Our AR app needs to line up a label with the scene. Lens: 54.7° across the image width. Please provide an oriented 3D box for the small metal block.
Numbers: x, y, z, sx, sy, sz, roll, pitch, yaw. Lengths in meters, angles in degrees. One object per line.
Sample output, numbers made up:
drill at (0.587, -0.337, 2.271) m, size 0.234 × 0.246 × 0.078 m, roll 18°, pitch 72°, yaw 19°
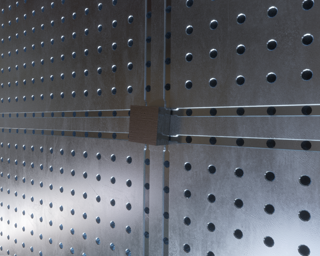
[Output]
small metal block at (-0.015, -0.004, 0.419) m, size 0.050 × 0.025 × 0.050 m, roll 7°, pitch 94°, yaw 39°
